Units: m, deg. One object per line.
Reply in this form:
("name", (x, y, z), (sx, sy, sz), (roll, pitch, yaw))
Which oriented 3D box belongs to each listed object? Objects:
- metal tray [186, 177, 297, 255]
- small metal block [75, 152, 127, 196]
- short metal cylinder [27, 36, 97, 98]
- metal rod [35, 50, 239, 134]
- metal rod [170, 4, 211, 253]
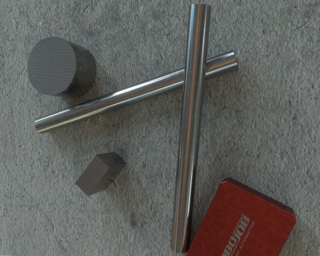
("metal tray", (0.092, 0.137, 0.374), (0.090, 0.030, 0.129), (26, 98, 17))
("small metal block", (-0.079, 0.061, 0.422), (0.025, 0.050, 0.050), (41, 103, 15))
("short metal cylinder", (-0.139, -0.084, 0.443), (0.080, 0.050, 0.079), (0, 90, 19))
("metal rod", (-0.044, -0.043, 0.423), (0.301, 0.025, 0.025), (-16, 85, 18))
("metal rod", (0.036, 0.008, 0.377), (0.025, 0.025, 0.298), (7, 99, 19))
